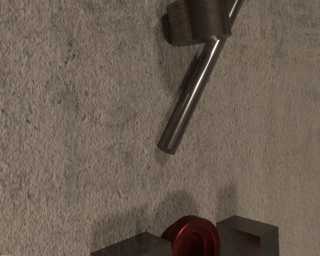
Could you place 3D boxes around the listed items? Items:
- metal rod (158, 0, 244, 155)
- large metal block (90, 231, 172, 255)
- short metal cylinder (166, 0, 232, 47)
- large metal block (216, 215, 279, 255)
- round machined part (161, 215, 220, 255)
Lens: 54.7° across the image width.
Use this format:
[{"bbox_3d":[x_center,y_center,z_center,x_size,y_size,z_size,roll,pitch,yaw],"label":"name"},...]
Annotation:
[{"bbox_3d":[0.070,-0.097,0.465,0.025,0.025,0.300,40,66,-33],"label":"metal rod"},{"bbox_3d":[-0.031,0.180,0.365,0.081,0.050,0.079,-8,95,-40],"label":"large metal block"},{"bbox_3d":[0.052,-0.142,0.415,0.081,0.080,0.050,-17,101,-39],"label":"short metal cylinder"},{"bbox_3d":[0.138,0.192,0.488,0.050,0.080,0.079,-6,94,-40],"label":"large metal block"},{"bbox_3d":[0.035,0.169,0.426,0.099,0.042,0.097,0,90,-40],"label":"round machined part"}]
